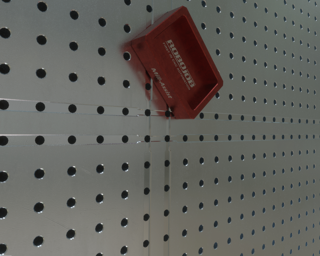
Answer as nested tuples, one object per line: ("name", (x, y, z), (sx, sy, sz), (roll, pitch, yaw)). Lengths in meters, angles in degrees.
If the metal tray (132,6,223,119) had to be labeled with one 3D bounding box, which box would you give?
("metal tray", (0.029, -0.087, 0.428), (0.090, 0.030, 0.130), (-48, 118, -29))
